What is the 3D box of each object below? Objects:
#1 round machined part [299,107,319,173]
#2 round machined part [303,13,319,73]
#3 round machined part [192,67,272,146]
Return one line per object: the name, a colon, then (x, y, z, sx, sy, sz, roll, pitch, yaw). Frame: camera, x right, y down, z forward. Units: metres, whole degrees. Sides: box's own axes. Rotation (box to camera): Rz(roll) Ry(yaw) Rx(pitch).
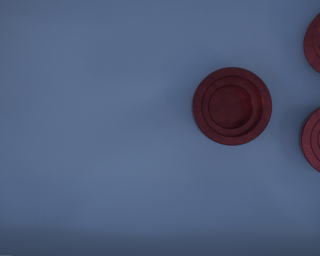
round machined part: (0.230, 0.014, 0.396, 0.098, 0.042, 0.097, 1, 93, 16)
round machined part: (0.228, -0.109, 0.379, 0.098, 0.042, 0.097, 1, 91, 38)
round machined part: (0.090, -0.027, 0.403, 0.099, 0.042, 0.097, 0, 90, 0)
